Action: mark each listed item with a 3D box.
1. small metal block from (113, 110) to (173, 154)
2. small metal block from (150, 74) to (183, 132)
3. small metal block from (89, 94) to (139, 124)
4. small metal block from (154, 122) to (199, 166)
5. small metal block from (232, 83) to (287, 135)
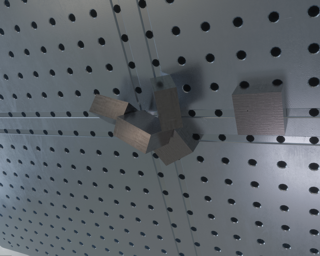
[{"bbox_3d":[-0.020,0.003,0.378,0.050,0.050,0.025,28,115,25],"label":"small metal block"},{"bbox_3d":[0.007,-0.031,0.369,0.025,0.050,0.050,-12,116,-2],"label":"small metal block"},{"bbox_3d":[-0.056,-0.019,0.409,0.050,0.050,0.025,17,81,25],"label":"small metal block"},{"bbox_3d":[0.015,0.016,0.414,0.050,0.025,0.050,-33,101,38],"label":"small metal block"},{"bbox_3d":[0.110,-0.020,0.341,0.050,0.025,0.050,-1,118,28],"label":"small metal block"}]
